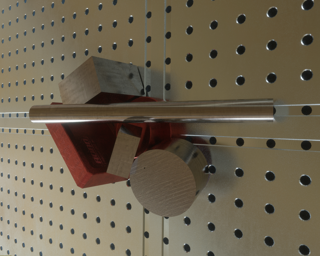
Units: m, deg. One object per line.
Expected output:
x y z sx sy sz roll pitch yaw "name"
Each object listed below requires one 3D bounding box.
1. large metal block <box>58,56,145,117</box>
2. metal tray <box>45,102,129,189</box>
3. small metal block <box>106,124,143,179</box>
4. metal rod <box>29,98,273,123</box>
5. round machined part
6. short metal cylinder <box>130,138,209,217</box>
-0.082 -0.053 0.436 0.080 0.081 0.050 -27 74 36 "large metal block"
-0.100 0.020 0.446 0.030 0.091 0.130 -51 61 28 "metal tray"
-0.041 0.025 0.368 0.025 0.050 0.050 17 102 -5 "small metal block"
-0.026 -0.018 0.367 0.301 0.025 0.025 0 90 20 "metal rod"
-0.024 0.006 0.420 0.098 0.042 0.097 0 90 39 "round machined part"
0.012 0.057 0.366 0.080 0.050 0.079 6 105 23 "short metal cylinder"
